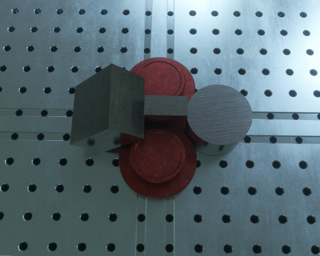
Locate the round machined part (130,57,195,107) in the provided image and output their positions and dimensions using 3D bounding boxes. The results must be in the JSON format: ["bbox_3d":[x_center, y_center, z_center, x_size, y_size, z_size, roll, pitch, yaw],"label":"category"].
[{"bbox_3d":[-0.001,-0.056,0.423,0.099,0.042,0.098,0,70,0],"label":"round machined part"}]

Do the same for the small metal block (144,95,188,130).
[{"bbox_3d":[0.007,-0.018,0.381,0.050,0.050,0.025,1,70,0],"label":"small metal block"}]

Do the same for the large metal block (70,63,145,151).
[{"bbox_3d":[-0.065,-0.021,0.384,0.050,0.080,0.080,18,63,-42],"label":"large metal block"}]

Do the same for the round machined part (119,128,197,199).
[{"bbox_3d":[-0.003,0.038,0.389,0.099,0.042,0.098,0,70,0],"label":"round machined part"}]

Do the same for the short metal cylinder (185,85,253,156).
[{"bbox_3d":[0.073,-0.009,0.401,0.081,0.050,0.080,0,70,0],"label":"short metal cylinder"}]
